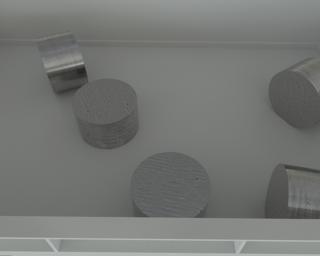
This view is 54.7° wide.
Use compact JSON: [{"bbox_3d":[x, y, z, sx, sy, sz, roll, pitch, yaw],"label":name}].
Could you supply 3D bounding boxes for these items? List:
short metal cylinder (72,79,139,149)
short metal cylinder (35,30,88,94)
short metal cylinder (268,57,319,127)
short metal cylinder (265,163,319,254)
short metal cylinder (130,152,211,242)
[{"bbox_3d":[-0.069,-0.019,0.404,0.081,0.050,0.080,0,50,0],"label":"short metal cylinder"},{"bbox_3d":[-0.141,-0.095,0.448,0.050,0.080,0.080,-19,53,-15],"label":"short metal cylinder"},{"bbox_3d":[0.194,-0.047,0.412,0.050,0.080,0.080,-27,55,-21],"label":"short metal cylinder"},{"bbox_3d":[0.140,0.078,0.305,0.050,0.080,0.080,9,51,7],"label":"short metal cylinder"},{"bbox_3d":[0.011,0.072,0.328,0.081,0.050,0.080,0,50,0],"label":"short metal cylinder"}]
